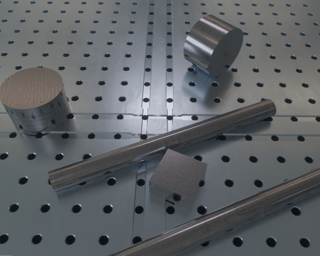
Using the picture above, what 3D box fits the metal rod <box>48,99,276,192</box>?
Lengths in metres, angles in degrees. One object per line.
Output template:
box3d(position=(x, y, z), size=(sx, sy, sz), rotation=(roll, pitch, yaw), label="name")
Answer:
box3d(position=(0.015, 0.017, 0.393), size=(0.302, 0.025, 0.025), rotation=(-18, 53, -15), label="metal rod")

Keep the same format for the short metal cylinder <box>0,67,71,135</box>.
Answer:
box3d(position=(-0.167, -0.038, 0.422), size=(0.081, 0.050, 0.080), rotation=(0, 50, 0), label="short metal cylinder")

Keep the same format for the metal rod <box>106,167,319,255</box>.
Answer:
box3d(position=(0.085, 0.091, 0.331), size=(0.302, 0.025, 0.025), rotation=(-18, 53, -15), label="metal rod")

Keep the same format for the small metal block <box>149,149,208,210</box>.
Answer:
box3d(position=(0.021, 0.058, 0.359), size=(0.050, 0.025, 0.050), rotation=(21, 53, 16), label="small metal block")

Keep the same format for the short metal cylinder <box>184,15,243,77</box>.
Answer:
box3d(position=(0.083, -0.126, 0.479), size=(0.080, 0.080, 0.050), rotation=(-36, 59, -26), label="short metal cylinder")
